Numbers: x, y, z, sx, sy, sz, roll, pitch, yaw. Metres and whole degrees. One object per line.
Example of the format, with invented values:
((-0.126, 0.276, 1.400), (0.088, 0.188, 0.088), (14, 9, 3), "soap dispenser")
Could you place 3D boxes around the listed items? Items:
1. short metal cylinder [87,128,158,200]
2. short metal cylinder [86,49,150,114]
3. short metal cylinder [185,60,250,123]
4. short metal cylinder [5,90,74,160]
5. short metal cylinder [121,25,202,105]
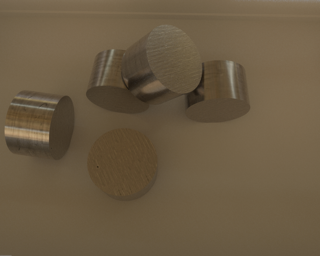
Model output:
((-0.043, 0.046, 0.379), (0.081, 0.050, 0.080), (0, 70, 0), "short metal cylinder")
((-0.050, -0.058, 0.401), (0.080, 0.080, 0.050), (8, 70, 2), "short metal cylinder")
((0.071, -0.044, 0.398), (0.081, 0.080, 0.050), (-1, 70, -1), "short metal cylinder")
((-0.144, -0.004, 0.380), (0.050, 0.080, 0.080), (8, 70, 3), "short metal cylinder")
((0.003, -0.072, 0.362), (0.081, 0.050, 0.080), (10, 73, -36), "short metal cylinder")
